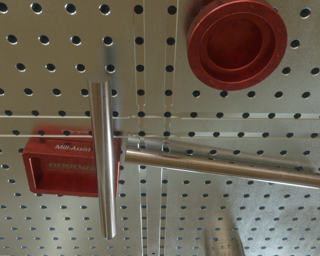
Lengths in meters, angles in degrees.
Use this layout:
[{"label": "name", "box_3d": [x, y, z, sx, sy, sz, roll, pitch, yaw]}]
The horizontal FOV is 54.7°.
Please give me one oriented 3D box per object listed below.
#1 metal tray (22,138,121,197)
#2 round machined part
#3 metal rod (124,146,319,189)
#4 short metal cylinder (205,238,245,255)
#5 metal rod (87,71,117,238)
[{"label": "metal tray", "box_3d": [-0.126, 0.062, 0.458, 0.131, 0.030, 0.089, 5, 130, -5]}, {"label": "round machined part", "box_3d": [0.077, -0.091, 0.324, 0.099, 0.042, 0.097, -1, 130, 0]}, {"label": "metal rod", "box_3d": [0.099, 0.060, 0.464, 0.302, 0.025, 0.025, 9, 130, -8]}, {"label": "short metal cylinder", "box_3d": [0.132, 0.266, 0.624, 0.081, 0.050, 0.079, 0, 130, 0]}, {"label": "metal rod", "box_3d": [-0.074, 0.060, 0.421, 0.025, 0.025, 0.298, 3, 130, -3]}]
